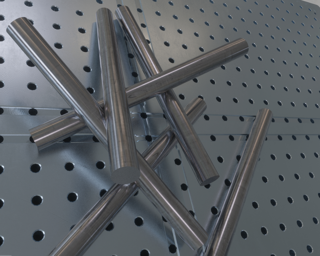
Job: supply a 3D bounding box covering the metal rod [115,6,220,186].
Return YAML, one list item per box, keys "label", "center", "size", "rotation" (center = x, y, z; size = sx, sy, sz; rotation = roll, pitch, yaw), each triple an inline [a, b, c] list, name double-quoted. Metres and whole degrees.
- label: "metal rod"
  center: [-0.001, -0.061, 0.421]
  size: [0.025, 0.025, 0.299]
  rotation: [-8, 59, -32]

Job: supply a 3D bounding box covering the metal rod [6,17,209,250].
- label: "metal rod"
  center: [-0.052, 0.009, 0.330]
  size: [0.300, 0.025, 0.025]
  rotation: [50, 51, -4]

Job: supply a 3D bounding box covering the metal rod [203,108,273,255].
- label: "metal rod"
  center: [0.110, 0.075, 0.420]
  size: [0.025, 0.025, 0.301]
  rotation: [37, 51, -4]

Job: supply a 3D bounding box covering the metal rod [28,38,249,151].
- label: "metal rod"
  center: [-0.009, -0.051, 0.384]
  size: [0.302, 0.025, 0.025]
  rotation: [-27, 76, -21]

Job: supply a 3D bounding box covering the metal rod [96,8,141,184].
- label: "metal rod"
  center: [-0.056, -0.065, 0.364]
  size: [0.025, 0.025, 0.300]
  rotation: [9, 41, -23]

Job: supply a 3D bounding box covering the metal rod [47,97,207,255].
- label: "metal rod"
  center: [-0.023, 0.050, 0.364]
  size: [0.025, 0.025, 0.301]
  rotation: [43, 51, 1]
